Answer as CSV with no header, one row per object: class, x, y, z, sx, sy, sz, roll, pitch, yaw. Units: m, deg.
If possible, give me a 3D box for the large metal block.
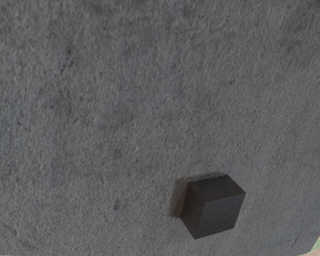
large metal block,0.088,0.132,0.523,0.081,0.050,0.079,-6,121,-26
